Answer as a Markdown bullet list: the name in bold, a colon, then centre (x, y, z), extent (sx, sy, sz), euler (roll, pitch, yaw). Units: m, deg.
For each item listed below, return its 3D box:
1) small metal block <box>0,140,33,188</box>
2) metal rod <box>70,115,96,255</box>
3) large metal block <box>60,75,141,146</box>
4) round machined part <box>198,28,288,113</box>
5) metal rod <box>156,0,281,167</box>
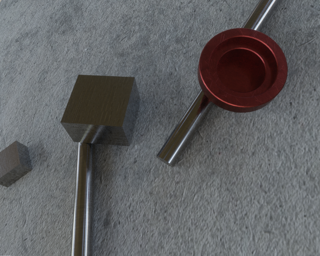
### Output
- **small metal block**: centre (-0.234, 0.057, 0.489), extent (0.050, 0.025, 0.050), euler (-35, 51, 4)
- **metal rod**: centre (-0.099, 0.076, 0.406), extent (0.025, 0.025, 0.299), euler (-18, 55, 17)
- **large metal block**: centre (-0.077, -0.025, 0.424), extent (0.080, 0.050, 0.080), euler (4, 58, 9)
- **round machined part**: centre (0.094, -0.064, 0.366), extent (0.099, 0.042, 0.098), euler (0, 75, 1)
- **metal rod**: centre (0.088, -0.081, 0.406), extent (0.025, 0.025, 0.300), euler (25, 75, 36)
